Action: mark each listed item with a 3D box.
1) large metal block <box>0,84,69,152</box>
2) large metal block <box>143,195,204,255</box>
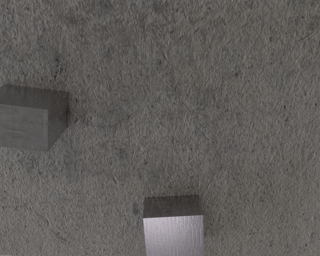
[{"bbox_3d":[-0.162,-0.015,0.373,0.081,0.080,0.050,7,110,-3],"label":"large metal block"},{"bbox_3d":[0.020,0.147,0.451,0.080,0.050,0.079,-3,110,1],"label":"large metal block"}]
